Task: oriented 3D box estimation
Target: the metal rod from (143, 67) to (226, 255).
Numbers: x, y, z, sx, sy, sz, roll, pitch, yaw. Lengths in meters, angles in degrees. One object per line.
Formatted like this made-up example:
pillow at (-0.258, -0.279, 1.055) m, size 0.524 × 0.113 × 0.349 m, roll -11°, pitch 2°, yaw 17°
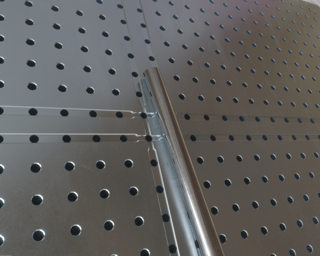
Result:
metal rod at (0.031, 0.051, 0.392) m, size 0.025 × 0.025 × 0.299 m, roll -4°, pitch 64°, yaw -30°
